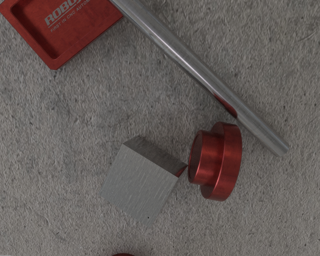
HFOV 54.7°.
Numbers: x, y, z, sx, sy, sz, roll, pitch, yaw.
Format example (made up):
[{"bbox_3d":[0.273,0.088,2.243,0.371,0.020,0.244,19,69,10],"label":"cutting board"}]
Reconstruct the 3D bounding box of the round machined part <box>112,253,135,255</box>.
[{"bbox_3d":[-0.059,0.239,0.488,0.099,0.042,0.097,0,110,0],"label":"round machined part"}]

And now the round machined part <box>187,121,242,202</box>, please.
[{"bbox_3d":[0.063,0.039,0.386,0.042,0.098,0.097,12,110,-5],"label":"round machined part"}]

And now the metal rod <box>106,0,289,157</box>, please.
[{"bbox_3d":[0.056,-0.059,0.370,0.301,0.025,0.025,39,106,-20],"label":"metal rod"}]

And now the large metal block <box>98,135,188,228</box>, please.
[{"bbox_3d":[-0.022,0.068,0.408,0.080,0.050,0.080,30,108,10],"label":"large metal block"}]

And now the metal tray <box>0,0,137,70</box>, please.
[{"bbox_3d":[-0.101,-0.140,0.354,0.130,0.030,0.090,-35,107,11],"label":"metal tray"}]
